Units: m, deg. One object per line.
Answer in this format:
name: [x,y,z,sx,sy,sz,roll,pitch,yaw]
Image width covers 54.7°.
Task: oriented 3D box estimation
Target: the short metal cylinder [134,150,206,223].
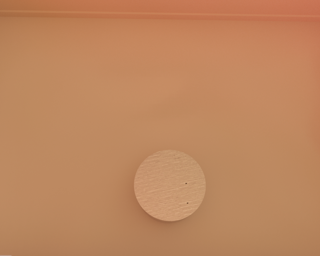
short metal cylinder: [0.011,0.071,0.371,0.081,0.050,0.080,0,70,0]
